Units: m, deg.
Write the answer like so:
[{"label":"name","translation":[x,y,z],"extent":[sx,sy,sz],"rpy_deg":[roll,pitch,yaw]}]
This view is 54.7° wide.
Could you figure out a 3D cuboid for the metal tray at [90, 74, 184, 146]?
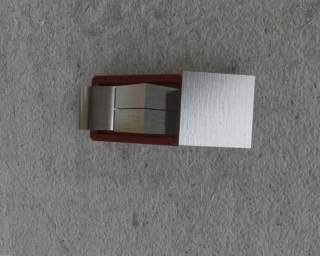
[{"label":"metal tray","translation":[-0.029,-0.025,0.417],"extent":[0.130,0.030,0.089],"rpy_deg":[2,91,19]}]

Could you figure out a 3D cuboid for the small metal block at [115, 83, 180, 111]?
[{"label":"small metal block","translation":[-0.014,-0.033,0.346],"extent":[0.050,0.050,0.025],"rpy_deg":[3,90,46]}]

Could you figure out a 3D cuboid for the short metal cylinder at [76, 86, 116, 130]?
[{"label":"short metal cylinder","translation":[-0.063,-0.023,0.390],"extent":[0.080,0.080,0.050],"rpy_deg":[1,91,20]}]

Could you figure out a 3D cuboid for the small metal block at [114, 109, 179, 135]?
[{"label":"small metal block","translation":[-0.015,-0.007,0.346],"extent":[0.050,0.050,0.025],"rpy_deg":[3,90,46]}]

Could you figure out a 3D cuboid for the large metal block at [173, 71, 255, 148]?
[{"label":"large metal block","translation":[0.060,-0.020,0.360],"extent":[0.081,0.050,0.079],"rpy_deg":[3,91,-6]}]
